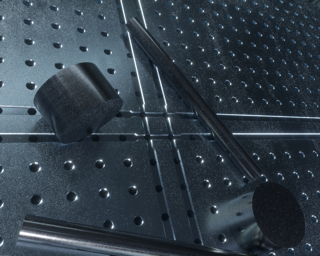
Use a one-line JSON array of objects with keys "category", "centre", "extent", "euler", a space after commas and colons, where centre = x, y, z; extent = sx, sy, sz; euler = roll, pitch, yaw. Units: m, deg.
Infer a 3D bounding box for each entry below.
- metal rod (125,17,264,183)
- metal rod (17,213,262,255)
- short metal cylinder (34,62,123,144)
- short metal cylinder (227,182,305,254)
[{"category": "metal rod", "centre": [0.046, -0.047, 0.461], "extent": [0.025, 0.025, 0.300], "euler": [-31, 79, -38]}, {"category": "metal rod", "centre": [0.010, 0.133, 0.332], "extent": [0.302, 0.025, 0.025], "euler": [17, 55, -19]}, {"category": "short metal cylinder", "centre": [-0.088, -0.026, 0.341], "extent": [0.081, 0.080, 0.050], "euler": [-31, 79, -38]}, {"category": "short metal cylinder", "centre": [0.134, 0.115, 0.394], "extent": [0.081, 0.050, 0.080], "euler": [13, 56, -21]}]
